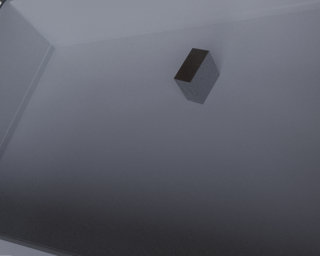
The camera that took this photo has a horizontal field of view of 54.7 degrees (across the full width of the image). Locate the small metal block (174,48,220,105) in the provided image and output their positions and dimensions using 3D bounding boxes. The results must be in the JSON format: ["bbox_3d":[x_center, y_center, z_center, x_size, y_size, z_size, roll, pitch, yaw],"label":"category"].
[{"bbox_3d":[0.049,-0.067,0.404,0.025,0.050,0.050,20,73,35],"label":"small metal block"}]
